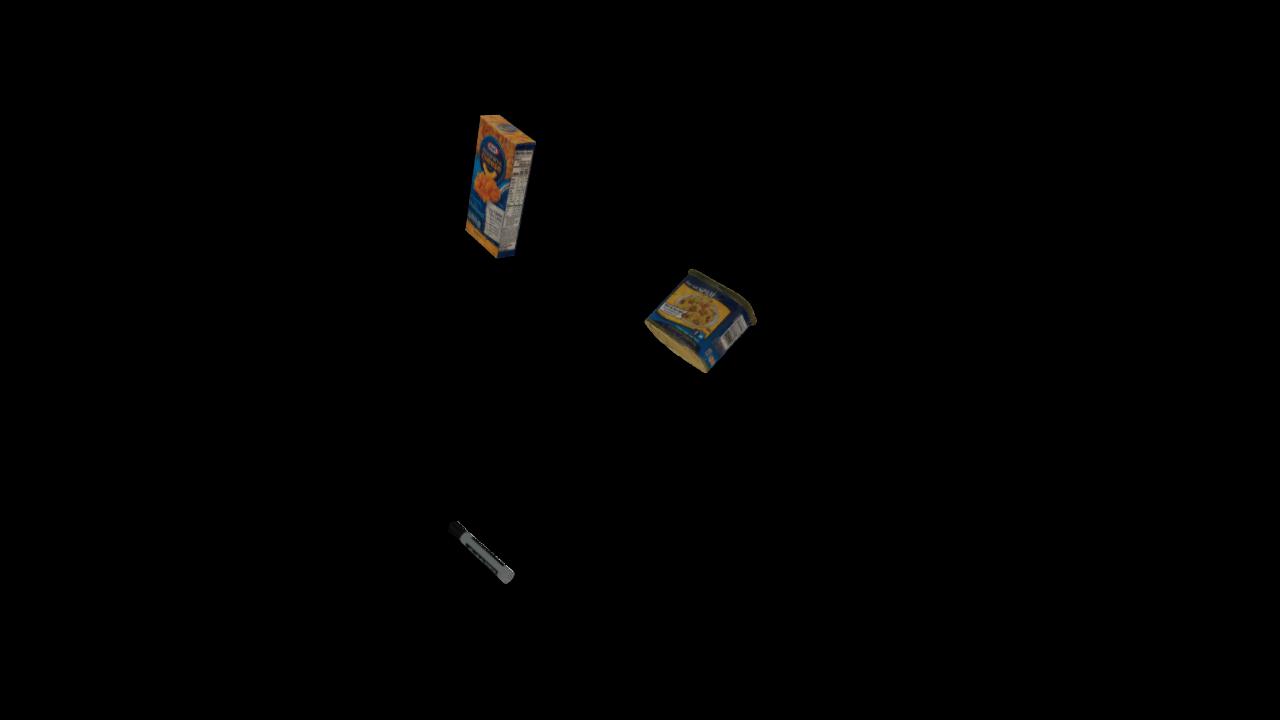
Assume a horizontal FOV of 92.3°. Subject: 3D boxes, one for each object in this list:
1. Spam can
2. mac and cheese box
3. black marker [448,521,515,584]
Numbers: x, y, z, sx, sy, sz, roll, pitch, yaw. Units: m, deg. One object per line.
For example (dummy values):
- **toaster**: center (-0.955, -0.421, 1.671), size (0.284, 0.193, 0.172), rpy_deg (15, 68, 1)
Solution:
- **Spam can**: center (0.068, -0.045, 0.712), size (0.101, 0.085, 0.058), rpy_deg (37, -11, 39)
- **mac and cheese box**: center (-0.208, -0.251, 0.905), size (0.041, 0.184, 0.093), rpy_deg (-20, 52, -41)
- **black marker**: center (-0.218, 0.259, 0.835), size (0.121, 0.020, 0.020), rpy_deg (32, 15, 25)
